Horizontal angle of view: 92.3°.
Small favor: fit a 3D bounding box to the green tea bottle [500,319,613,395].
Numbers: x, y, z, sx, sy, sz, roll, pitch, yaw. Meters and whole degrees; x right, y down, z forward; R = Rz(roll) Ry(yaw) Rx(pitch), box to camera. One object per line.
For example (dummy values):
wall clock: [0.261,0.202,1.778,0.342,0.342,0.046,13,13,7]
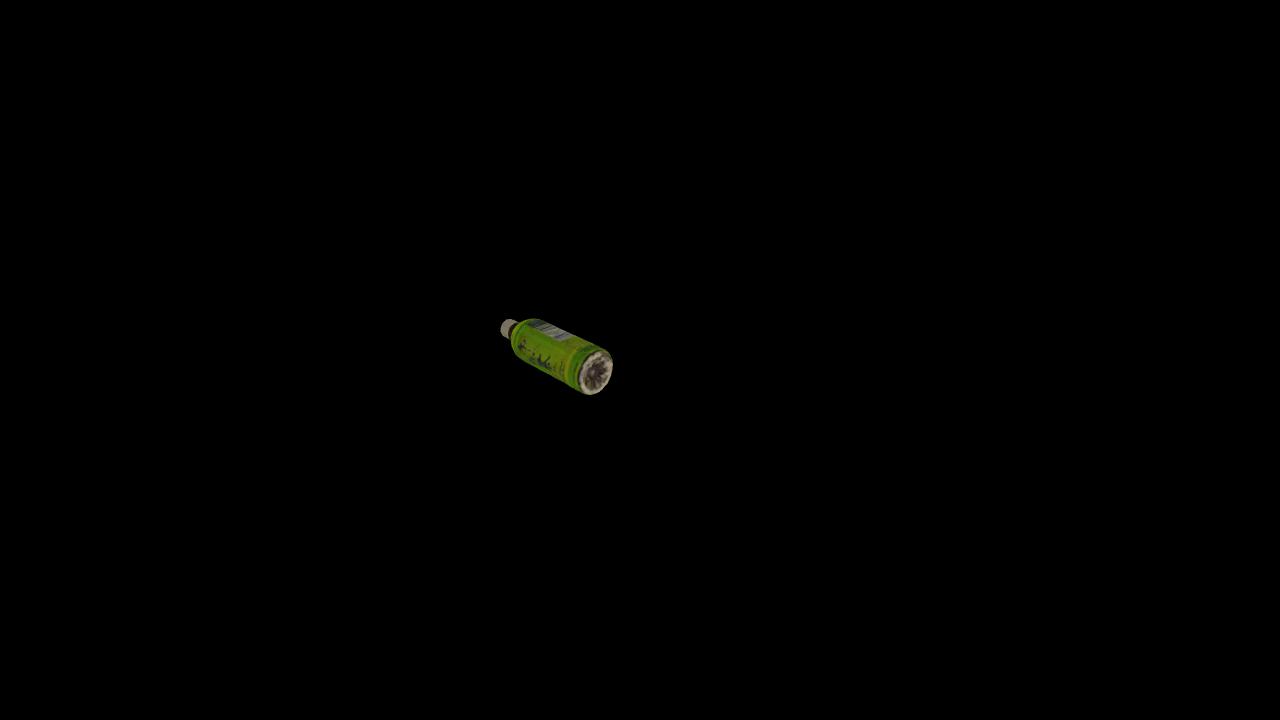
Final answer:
green tea bottle: [-0.133,-0.017,0.910,0.212,0.073,0.073,27,18,39]
